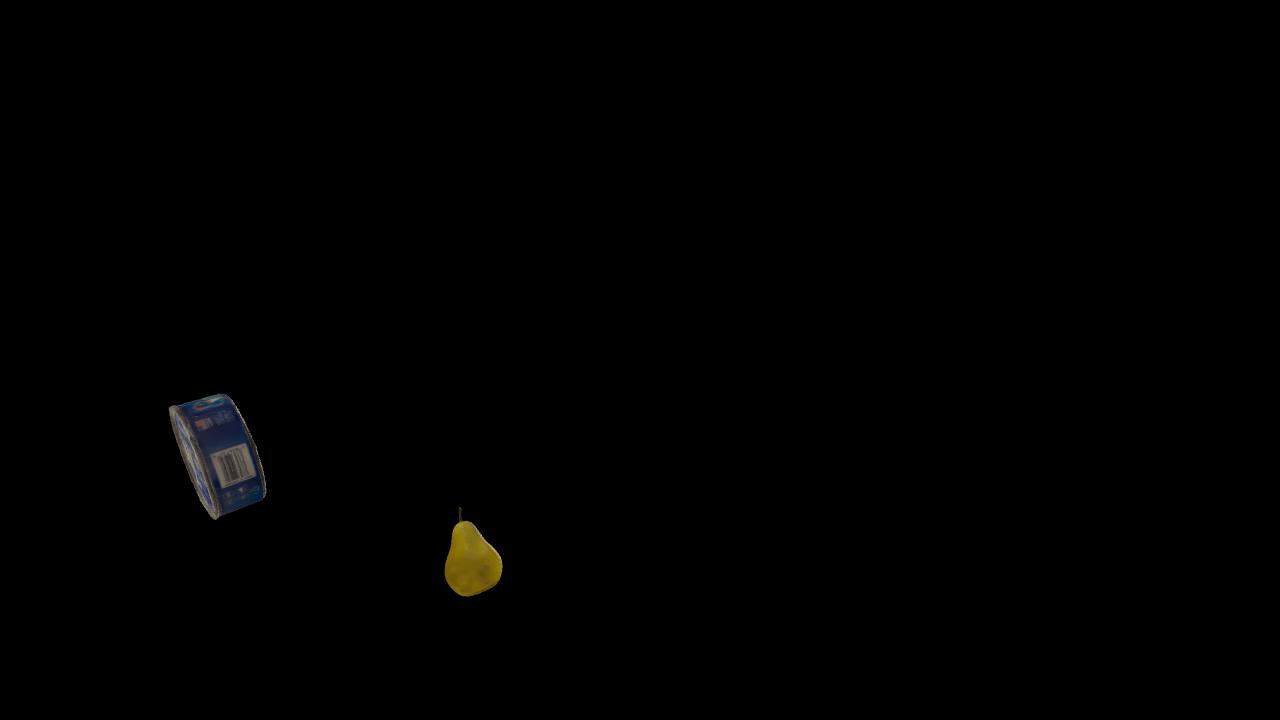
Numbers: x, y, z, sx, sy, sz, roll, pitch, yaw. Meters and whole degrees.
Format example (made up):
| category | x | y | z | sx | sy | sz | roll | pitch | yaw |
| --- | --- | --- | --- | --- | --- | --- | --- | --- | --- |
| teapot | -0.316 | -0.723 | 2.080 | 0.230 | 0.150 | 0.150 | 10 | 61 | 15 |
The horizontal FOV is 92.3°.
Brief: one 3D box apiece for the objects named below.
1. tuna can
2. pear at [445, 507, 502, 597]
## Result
| category | x | y | z | sx | sy | sz | roll | pitch | yaw |
| --- | --- | --- | --- | --- | --- | --- | --- | --- | --- |
| tuna can | -0.297 | 0.067 | 0.433 | 0.034 | 0.084 | 0.084 | -22 | 15 | -41 |
| pear | -0.230 | 0.255 | 0.823 | 0.080 | 0.111 | 0.080 | -22 | -21 | -9 |
